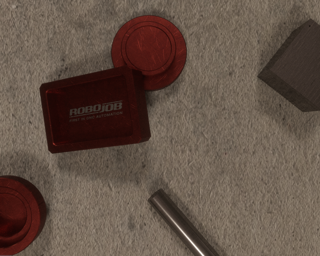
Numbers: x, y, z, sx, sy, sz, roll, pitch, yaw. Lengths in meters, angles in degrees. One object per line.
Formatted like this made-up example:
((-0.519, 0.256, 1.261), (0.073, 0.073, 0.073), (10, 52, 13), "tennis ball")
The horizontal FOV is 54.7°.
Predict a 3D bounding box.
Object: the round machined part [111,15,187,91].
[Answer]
((-0.014, -0.098, 0.401), (0.099, 0.042, 0.097), (0, 90, -1), "round machined part")

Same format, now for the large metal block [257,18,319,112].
((0.190, -0.077, 0.400), (0.080, 0.050, 0.080), (38, 90, -1), "large metal block")

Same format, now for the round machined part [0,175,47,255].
((-0.195, 0.109, 0.399), (0.099, 0.042, 0.097), (0, 90, -1), "round machined part")

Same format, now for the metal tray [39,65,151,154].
((-0.082, -0.020, 0.384), (0.130, 0.030, 0.089), (-8, 90, 20), "metal tray")

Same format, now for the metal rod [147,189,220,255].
((0.091, 0.202, 0.411), (0.025, 0.025, 0.300), (-41, 91, 0), "metal rod")
